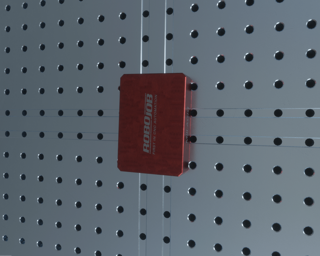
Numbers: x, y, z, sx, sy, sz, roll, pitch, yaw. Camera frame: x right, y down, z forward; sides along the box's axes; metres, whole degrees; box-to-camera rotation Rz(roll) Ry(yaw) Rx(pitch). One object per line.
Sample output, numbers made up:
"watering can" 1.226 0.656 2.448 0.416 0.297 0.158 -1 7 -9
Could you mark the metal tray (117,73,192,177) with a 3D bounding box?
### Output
"metal tray" -0.008 -0.006 0.411 0.090 0.030 0.129 2 91 19
